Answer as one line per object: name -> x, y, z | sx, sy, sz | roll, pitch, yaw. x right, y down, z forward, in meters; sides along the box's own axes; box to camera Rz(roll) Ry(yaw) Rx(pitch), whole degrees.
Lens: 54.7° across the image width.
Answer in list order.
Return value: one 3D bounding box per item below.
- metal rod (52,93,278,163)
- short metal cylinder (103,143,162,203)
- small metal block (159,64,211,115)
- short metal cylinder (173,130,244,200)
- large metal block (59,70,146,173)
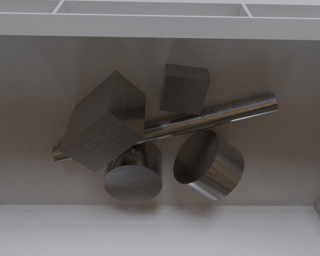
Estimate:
metal rod -> -0.001, 0.003, 0.410 | 0.301, 0.025, 0.025 | -13, 129, 10
short metal cylinder -> -0.037, 0.062, 0.442 | 0.081, 0.050, 0.079 | 0, 130, 0
small metal block -> 0.028, -0.045, 0.369 | 0.050, 0.025, 0.050 | 7, 130, -6
short metal cylinder -> 0.064, 0.049, 0.414 | 0.050, 0.080, 0.080 | 35, 122, -26
large metal block -> -0.064, -0.008, 0.364 | 0.080, 0.080, 0.050 | -36, 122, 26
